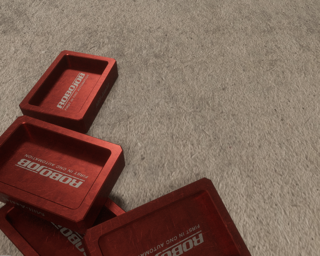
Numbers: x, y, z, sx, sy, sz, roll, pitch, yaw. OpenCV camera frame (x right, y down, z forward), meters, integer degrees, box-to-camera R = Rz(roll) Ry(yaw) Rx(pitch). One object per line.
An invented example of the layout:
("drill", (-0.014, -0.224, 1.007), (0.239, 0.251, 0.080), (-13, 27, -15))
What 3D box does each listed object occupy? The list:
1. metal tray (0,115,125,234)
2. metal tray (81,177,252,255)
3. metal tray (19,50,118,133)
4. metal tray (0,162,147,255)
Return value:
("metal tray", (-0.114, 0.043, 0.322), (0.130, 0.030, 0.090), (17, 52, 13))
("metal tray", (0.008, 0.110, 0.278), (0.131, 0.030, 0.090), (-19, 71, -25))
("metal tray", (-0.125, -0.056, 0.445), (0.090, 0.030, 0.130), (12, 51, 9))
("metal tray", (-0.089, 0.102, 0.312), (0.130, 0.030, 0.090), (33, 57, 24))
